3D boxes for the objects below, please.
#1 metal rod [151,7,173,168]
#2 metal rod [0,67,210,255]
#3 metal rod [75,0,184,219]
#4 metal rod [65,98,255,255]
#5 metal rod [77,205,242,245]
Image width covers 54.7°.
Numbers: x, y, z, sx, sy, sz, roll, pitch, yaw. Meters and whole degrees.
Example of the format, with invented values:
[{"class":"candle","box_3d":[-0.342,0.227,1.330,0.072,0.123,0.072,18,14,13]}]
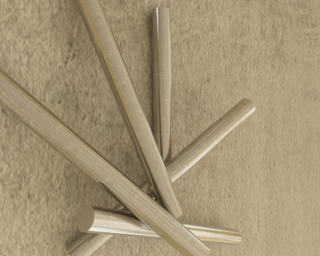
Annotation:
[{"class":"metal rod","box_3d":[0.004,-0.005,0.409,0.025,0.025,0.298,-2,91,-40]},{"class":"metal rod","box_3d":[-0.059,0.042,0.306,0.300,0.025,0.025,44,63,-15]},{"class":"metal rod","box_3d":[-0.039,-0.039,0.341,0.025,0.025,0.299,-25,96,-37]},{"class":"metal rod","box_3d":[0.017,0.053,0.388,0.302,0.025,0.025,-38,114,-23]},{"class":"metal rod","box_3d":[0.026,0.130,0.395,0.301,0.025,0.025,26,74,-45]}]
